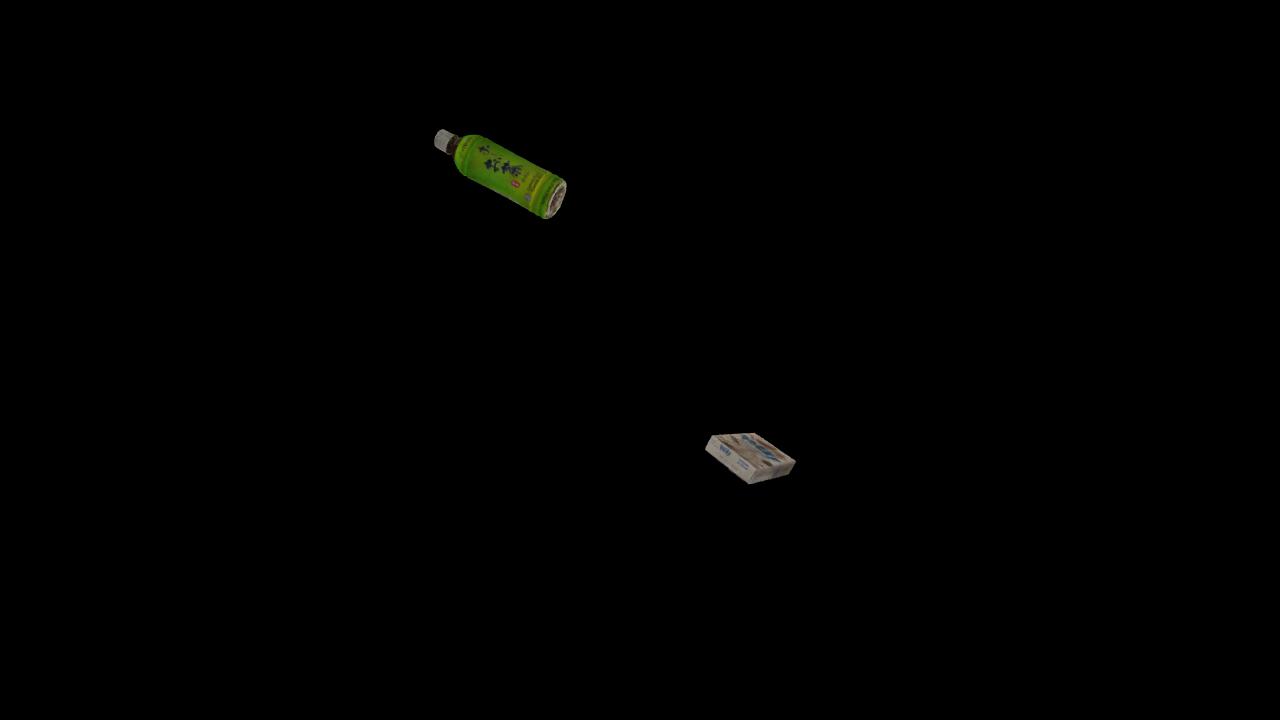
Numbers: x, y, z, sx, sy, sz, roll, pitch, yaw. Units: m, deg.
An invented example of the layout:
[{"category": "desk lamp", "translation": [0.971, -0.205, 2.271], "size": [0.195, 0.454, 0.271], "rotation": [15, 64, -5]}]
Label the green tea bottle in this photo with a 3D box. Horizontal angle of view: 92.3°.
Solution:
[{"category": "green tea bottle", "translation": [-0.221, -0.296, 0.957], "size": [0.212, 0.073, 0.073], "rotation": [26, 1, 1]}]

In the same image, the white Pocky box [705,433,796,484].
[{"category": "white Pocky box", "translation": [0.164, 0.141, 0.903], "size": [0.084, 0.028, 0.154], "rotation": [36, 15, 31]}]
